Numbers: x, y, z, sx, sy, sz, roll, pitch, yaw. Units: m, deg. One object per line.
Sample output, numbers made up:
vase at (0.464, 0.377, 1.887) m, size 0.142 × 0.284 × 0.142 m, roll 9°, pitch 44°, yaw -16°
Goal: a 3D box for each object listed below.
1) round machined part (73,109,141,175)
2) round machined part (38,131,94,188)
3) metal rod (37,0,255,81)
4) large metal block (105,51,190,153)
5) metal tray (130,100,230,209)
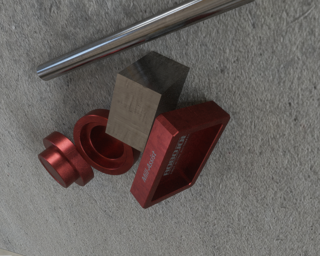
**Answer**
round machined part at (-0.071, 0.016, 0.443) m, size 0.098 × 0.042 × 0.097 m, roll 13°, pitch 124°, yaw 20°
round machined part at (-0.154, 0.056, 0.489) m, size 0.098 × 0.042 × 0.097 m, roll 34°, pitch 149°, yaw 25°
metal rod at (-0.041, -0.104, 0.364) m, size 0.300 × 0.025 × 0.025 m, roll -11°, pitch 113°, yaw 32°
large metal block at (-0.014, -0.032, 0.359) m, size 0.050 × 0.080 × 0.079 m, roll 27°, pitch 128°, yaw 11°
metal tray at (0.022, 0.033, 0.371) m, size 0.030 × 0.091 × 0.129 m, roll 47°, pitch 135°, yaw 30°
